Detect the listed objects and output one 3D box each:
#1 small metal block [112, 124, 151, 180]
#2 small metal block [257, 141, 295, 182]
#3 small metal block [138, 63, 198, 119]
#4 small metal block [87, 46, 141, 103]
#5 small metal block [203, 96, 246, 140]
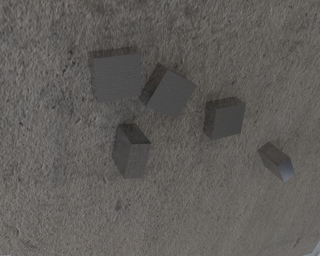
[{"bbox_3d":[-0.037,0.028,0.388,0.025,0.050,0.050,0,119,-28],"label":"small metal block"},{"bbox_3d":[0.202,0.059,0.537,0.025,0.050,0.050,-38,129,-3],"label":"small metal block"},{"bbox_3d":[0.010,-0.045,0.384,0.050,0.025,0.050,21,107,-36],"label":"small metal block"},{"bbox_3d":[-0.050,-0.059,0.343,0.050,0.025,0.050,-13,124,-21],"label":"small metal block"},{"bbox_3d":[0.093,-0.014,0.448,0.050,0.025,0.050,-12,124,-22],"label":"small metal block"}]
